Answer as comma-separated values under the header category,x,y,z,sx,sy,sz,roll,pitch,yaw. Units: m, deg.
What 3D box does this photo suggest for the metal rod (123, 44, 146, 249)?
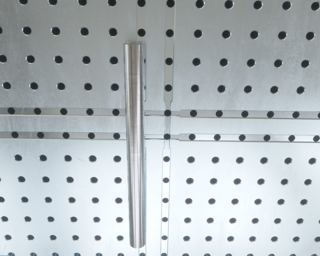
category,x,y,z,sx,sy,sz,roll,pitch,yaw
metal rod,-0.033,0.038,0.426,0.025,0.025,0.298,0,110,-1
